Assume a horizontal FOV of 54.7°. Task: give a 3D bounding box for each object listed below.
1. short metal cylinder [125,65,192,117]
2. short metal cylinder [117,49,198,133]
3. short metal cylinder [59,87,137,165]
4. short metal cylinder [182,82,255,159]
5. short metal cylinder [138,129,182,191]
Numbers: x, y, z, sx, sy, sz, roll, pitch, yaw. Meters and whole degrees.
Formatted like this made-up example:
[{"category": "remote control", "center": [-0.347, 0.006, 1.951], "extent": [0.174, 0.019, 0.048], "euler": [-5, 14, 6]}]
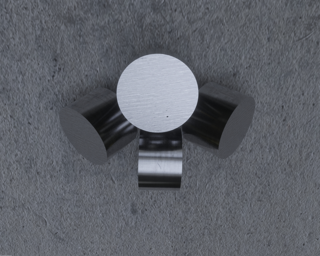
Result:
[{"category": "short metal cylinder", "center": [0.000, -0.042, 0.382], "extent": [0.081, 0.050, 0.079], "euler": [0, 110, -1]}, {"category": "short metal cylinder", "center": [-0.002, -0.041, 0.328], "extent": [0.081, 0.050, 0.079], "euler": [0, 110, -1]}, {"category": "short metal cylinder", "center": [-0.074, -0.002, 0.374], "extent": [0.080, 0.050, 0.079], "euler": [28, 139, 28]}, {"category": "short metal cylinder", "center": [0.071, -0.009, 0.373], "extent": [0.050, 0.081, 0.079], "euler": [28, 113, 31]}, {"category": "short metal cylinder", "center": [0.000, 0.039, 0.395], "extent": [0.050, 0.080, 0.079], "euler": [2, 110, -1]}]
